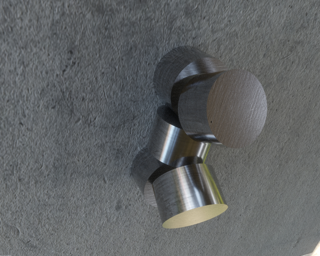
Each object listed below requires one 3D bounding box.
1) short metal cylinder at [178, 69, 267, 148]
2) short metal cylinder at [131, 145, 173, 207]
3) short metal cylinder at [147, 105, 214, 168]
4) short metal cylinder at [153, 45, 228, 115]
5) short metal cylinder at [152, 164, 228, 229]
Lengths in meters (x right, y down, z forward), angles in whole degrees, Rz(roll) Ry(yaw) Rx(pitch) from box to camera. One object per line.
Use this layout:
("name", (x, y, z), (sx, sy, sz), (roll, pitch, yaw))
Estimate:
("short metal cylinder", (0.067, -0.020, 0.332), (0.081, 0.050, 0.079), (-2, 94, -29))
("short metal cylinder", (0.005, 0.063, 0.434), (0.081, 0.050, 0.079), (-14, 124, -21))
("short metal cylinder", (0.029, 0.009, 0.395), (0.081, 0.080, 0.050), (1, 118, -29))
("short metal cylinder", (0.038, -0.055, 0.379), (0.081, 0.050, 0.079), (-14, 124, -21))
("short metal cylinder", (0.035, 0.084, 0.378), (0.081, 0.050, 0.080), (-13, 150, -7))
